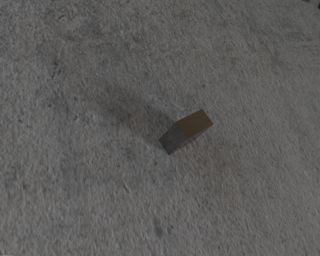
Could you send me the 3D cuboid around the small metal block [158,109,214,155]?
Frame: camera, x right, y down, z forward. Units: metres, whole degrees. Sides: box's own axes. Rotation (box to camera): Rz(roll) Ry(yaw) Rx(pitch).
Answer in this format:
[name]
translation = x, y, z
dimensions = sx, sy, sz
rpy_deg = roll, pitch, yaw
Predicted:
[small metal block]
translation = 0.033, 0.005, 0.404
dimensions = 0.050, 0.050, 0.025
rpy_deg = -26, 77, -37
